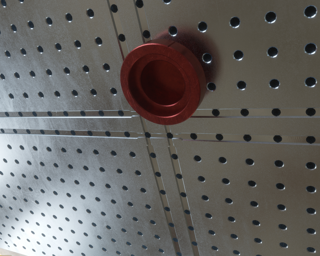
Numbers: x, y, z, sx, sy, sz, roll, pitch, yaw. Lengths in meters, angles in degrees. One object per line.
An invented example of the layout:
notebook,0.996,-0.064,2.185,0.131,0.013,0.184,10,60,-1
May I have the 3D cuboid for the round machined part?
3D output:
round machined part,0.007,-0.056,0.361,0.098,0.042,0.097,13,124,20
